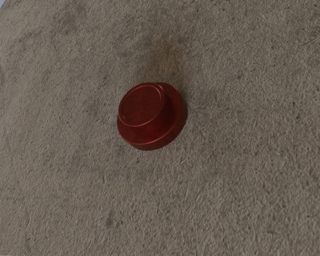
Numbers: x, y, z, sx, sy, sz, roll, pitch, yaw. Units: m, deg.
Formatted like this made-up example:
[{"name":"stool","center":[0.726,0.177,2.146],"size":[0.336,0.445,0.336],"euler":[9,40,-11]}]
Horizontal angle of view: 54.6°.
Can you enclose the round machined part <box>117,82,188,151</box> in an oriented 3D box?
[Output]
[{"name":"round machined part","center":[-0.016,-0.022,0.416],"size":[0.098,0.042,0.098],"euler":[-13,56,21]}]
